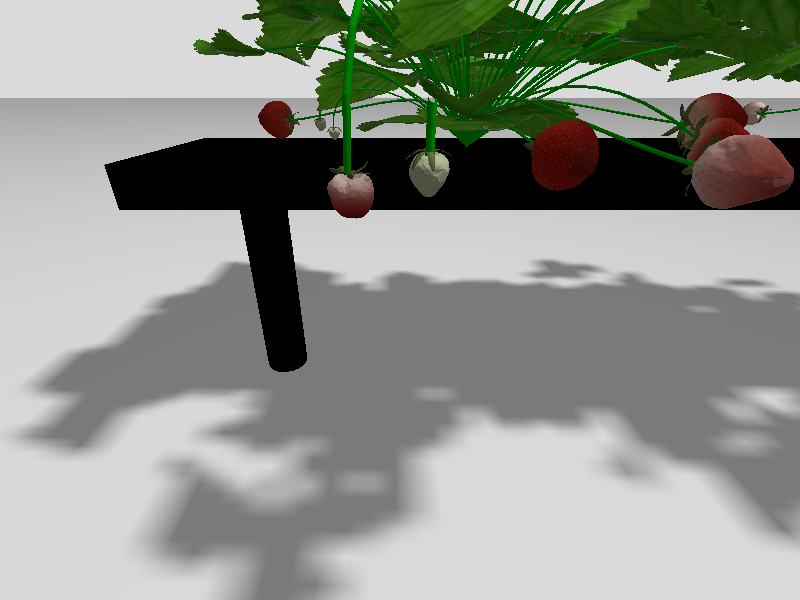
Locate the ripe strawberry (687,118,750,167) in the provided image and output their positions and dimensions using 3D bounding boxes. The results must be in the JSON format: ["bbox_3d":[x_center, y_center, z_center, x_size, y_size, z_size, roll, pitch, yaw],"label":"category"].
[{"bbox_3d":[0.169,-0.079,0.211,0.025,0.028,0.027,-23,52,-36],"label":"ripe strawberry"}]

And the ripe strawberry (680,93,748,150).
[{"bbox_3d":[0.241,-0.135,0.306,0.042,0.041,0.039,3,28,4],"label":"ripe strawberry"}]

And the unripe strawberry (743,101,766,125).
[{"bbox_3d":[0.449,-0.239,0.514,0.027,0.028,0.029,-7,28,-13],"label":"unripe strawberry"}]

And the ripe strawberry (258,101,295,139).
[{"bbox_3d":[-0.120,-0.172,0.383,0.034,0.033,0.032,10,30,19],"label":"ripe strawberry"}]

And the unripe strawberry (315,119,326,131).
[{"bbox_3d":[-0.081,-0.179,0.410,0.011,0.011,0.011,18,33,31],"label":"unripe strawberry"}]

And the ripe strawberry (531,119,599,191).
[{"bbox_3d":[0.077,-0.066,0.185,0.030,0.032,0.033,-4,29,-7],"label":"ripe strawberry"}]

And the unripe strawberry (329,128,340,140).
[{"bbox_3d":[-0.059,-0.151,0.363,0.010,0.010,0.011,10,30,17],"label":"unripe strawberry"}]

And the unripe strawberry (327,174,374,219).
[{"bbox_3d":[-0.015,-0.033,0.126,0.015,0.014,0.014,8,29,15],"label":"unripe strawberry"}]

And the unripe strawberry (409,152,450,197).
[{"bbox_3d":[0.008,-0.034,0.107,0.011,0.011,0.011,5,29,10],"label":"unripe strawberry"}]

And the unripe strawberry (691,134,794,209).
[{"bbox_3d":[0.129,-0.047,0.150,0.031,0.028,0.028,-10,30,-18],"label":"unripe strawberry"}]
